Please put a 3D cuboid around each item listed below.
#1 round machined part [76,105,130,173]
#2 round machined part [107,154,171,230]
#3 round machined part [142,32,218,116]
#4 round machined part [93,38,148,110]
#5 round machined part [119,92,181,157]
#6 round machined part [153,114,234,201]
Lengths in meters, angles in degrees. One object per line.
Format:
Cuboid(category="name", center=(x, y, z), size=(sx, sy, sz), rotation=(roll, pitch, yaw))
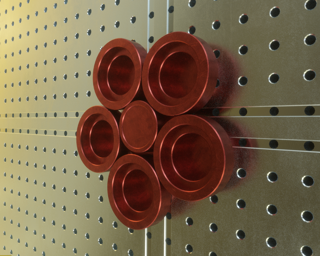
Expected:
Cuboid(category="round machined part", center=(-0.079, 0.016, 0.464), size=(0.098, 0.042, 0.097), rotation=(0, 90, 40))
Cuboid(category="round machined part", center=(-0.023, 0.082, 0.418), size=(0.098, 0.042, 0.097), rotation=(0, 90, 40))
Cuboid(category="round machined part", center=(0.028, -0.063, 0.376), size=(0.098, 0.042, 0.097), rotation=(0, 90, 40))
Cuboid(category="round machined part", center=(-0.048, -0.074, 0.439), size=(0.098, 0.042, 0.097), rotation=(0, 90, 40))
Cuboid(category="round machined part", center=(-0.016, -0.002, 0.412), size=(0.098, 0.042, 0.097), rotation=(0, 90, 40))
Cuboid(category="round machined part", center=(0.042, 0.033, 0.364), size=(0.098, 0.042, 0.097), rotation=(0, 90, 40))
